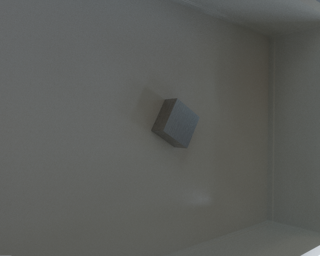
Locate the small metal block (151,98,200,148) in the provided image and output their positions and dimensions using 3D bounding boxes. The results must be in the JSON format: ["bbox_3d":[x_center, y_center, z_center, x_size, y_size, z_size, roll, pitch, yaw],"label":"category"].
[{"bbox_3d":[0.022,-0.006,0.427,0.050,0.025,0.050,37,67,-34],"label":"small metal block"}]
